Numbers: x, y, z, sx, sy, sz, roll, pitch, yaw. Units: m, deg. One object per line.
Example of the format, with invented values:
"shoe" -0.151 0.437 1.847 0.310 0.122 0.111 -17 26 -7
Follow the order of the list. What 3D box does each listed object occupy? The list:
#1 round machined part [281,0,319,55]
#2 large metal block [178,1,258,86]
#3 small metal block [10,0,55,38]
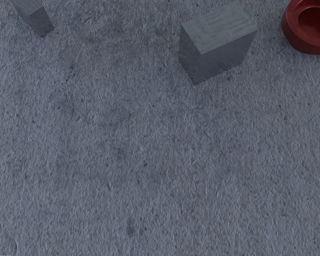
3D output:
"round machined part" 0.227 -0.148 0.455 0.099 0.042 0.098 0 70 0
"large metal block" 0.074 -0.112 0.420 0.080 0.080 0.050 -26 72 -9
"small metal block" -0.188 -0.169 0.455 0.025 0.050 0.050 -43 76 -14
